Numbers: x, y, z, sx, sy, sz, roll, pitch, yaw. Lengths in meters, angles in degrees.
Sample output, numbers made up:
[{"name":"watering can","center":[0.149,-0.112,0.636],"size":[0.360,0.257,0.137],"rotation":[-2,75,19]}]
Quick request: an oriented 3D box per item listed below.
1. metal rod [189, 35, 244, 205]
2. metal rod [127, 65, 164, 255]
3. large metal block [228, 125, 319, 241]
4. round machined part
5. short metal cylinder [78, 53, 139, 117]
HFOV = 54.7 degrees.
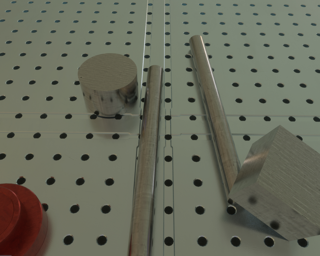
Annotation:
[{"name":"metal rod","center":[0.075,-0.035,0.438],"size":[0.025,0.025,0.300],"rotation":[-3,50,-3]},{"name":"metal rod","center":[-0.014,0.027,0.384],"size":[0.025,0.025,0.300],"rotation":[2,50,1]},{"name":"large metal block","center":[0.132,0.058,0.327],"size":[0.080,0.050,0.080],"rotation":[36,56,0]},{"name":"round machined part","center":[-0.170,0.098,0.312],"size":[0.099,0.042,0.098],"rotation":[0,50,0]},{"name":"short metal cylinder","center":[-0.072,-0.062,0.443],"size":[0.081,0.050,0.080],"rotation":[0,50,0]}]
